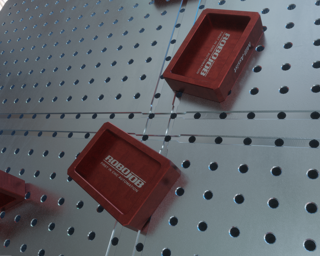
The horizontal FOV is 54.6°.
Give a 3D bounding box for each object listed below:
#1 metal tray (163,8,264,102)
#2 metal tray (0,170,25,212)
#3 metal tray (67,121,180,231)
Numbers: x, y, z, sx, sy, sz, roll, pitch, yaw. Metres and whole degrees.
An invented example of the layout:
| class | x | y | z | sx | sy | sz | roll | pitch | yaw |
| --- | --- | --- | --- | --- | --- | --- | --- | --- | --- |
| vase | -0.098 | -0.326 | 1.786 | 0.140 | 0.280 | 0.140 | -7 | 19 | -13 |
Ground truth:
| class | x | y | z | sx | sy | sz | roll | pitch | yaw |
| --- | --- | --- | --- | --- | --- | --- | --- | --- | --- |
| metal tray | 0.074 | -0.105 | 0.431 | 0.090 | 0.030 | 0.130 | 21 | 73 | 35 |
| metal tray | -0.278 | 0.103 | 0.451 | 0.130 | 0.090 | 0.030 | -28 | 52 | 10 |
| metal tray | -0.050 | 0.056 | 0.397 | 0.130 | 0.030 | 0.090 | 29 | 78 | 37 |
